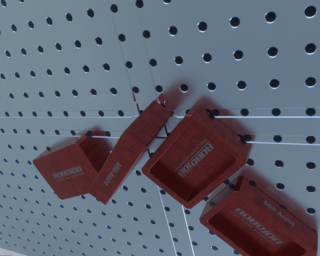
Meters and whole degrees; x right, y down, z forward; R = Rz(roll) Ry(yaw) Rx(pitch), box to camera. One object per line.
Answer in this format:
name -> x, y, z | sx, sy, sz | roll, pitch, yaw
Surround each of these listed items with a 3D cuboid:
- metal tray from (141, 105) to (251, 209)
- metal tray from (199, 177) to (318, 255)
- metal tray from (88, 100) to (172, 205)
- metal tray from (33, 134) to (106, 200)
metal tray -> 0.043, 0.043, 0.410 | 0.090, 0.030, 0.129 | 39, 129, 1
metal tray -> 0.131, 0.137, 0.422 | 0.130, 0.030, 0.089 | 38, 129, 2
metal tray -> -0.040, 0.033, 0.408 | 0.030, 0.090, 0.129 | 36, 129, 2
metal tray -> -0.147, 0.070, 0.526 | 0.130, 0.030, 0.090 | -20, 108, 35
